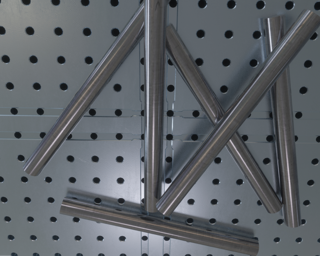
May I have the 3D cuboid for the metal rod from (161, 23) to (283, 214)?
[{"bbox_3d":[0.086,0.000,0.413,0.025,0.025,0.300,-32,107,11],"label":"metal rod"}]

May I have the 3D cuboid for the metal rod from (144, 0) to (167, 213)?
[{"bbox_3d":[-0.008,-0.018,0.391,0.025,0.025,0.298,1,116,-1],"label":"metal rod"}]

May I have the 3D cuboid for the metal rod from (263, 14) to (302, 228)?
[{"bbox_3d":[0.167,0.005,0.416,0.025,0.025,0.298,-12,110,4],"label":"metal rod"}]

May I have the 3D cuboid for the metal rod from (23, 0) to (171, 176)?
[{"bbox_3d":[-0.086,-0.051,0.393,0.025,0.025,0.299,37,106,-13],"label":"metal rod"}]

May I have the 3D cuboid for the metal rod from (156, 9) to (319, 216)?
[{"bbox_3d":[0.087,-0.006,0.383,0.025,0.025,0.299,32,107,-11],"label":"metal rod"}]

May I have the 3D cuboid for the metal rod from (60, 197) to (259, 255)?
[{"bbox_3d":[0.003,0.150,0.468,0.302,0.025,0.025,14,110,-6],"label":"metal rod"}]
